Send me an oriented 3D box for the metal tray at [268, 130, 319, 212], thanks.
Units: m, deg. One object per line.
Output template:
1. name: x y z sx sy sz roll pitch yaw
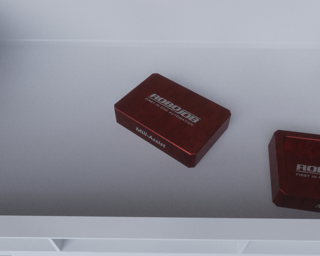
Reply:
1. metal tray: 0.198 0.052 0.358 0.131 0.030 0.090 7 50 6

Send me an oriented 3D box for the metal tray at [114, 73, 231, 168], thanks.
1. metal tray: 0.016 -0.015 0.415 0.130 0.030 0.090 31 56 23
